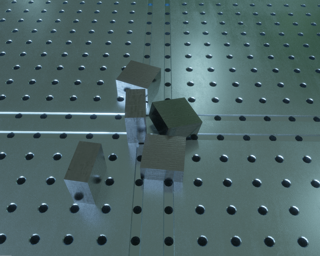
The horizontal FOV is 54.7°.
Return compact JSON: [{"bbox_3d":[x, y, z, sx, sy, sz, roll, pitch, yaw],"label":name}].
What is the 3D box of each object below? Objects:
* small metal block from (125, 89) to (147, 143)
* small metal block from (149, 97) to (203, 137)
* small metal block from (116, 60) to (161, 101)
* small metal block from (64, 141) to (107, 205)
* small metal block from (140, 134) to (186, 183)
[{"bbox_3d":[-0.031,-0.016,0.404,0.025,0.050,0.050,-2,50,-2],"label":"small metal block"},{"bbox_3d":[0.020,-0.012,0.411,0.050,0.025,0.050,-11,50,-26],"label":"small metal block"},{"bbox_3d":[-0.031,-0.072,0.468,0.050,0.025,0.050,18,52,14],"label":"small metal block"},{"bbox_3d":[-0.082,0.051,0.348,0.025,0.050,0.050,7,50,5],"label":"small metal block"},{"bbox_3d":[0.005,0.036,0.377,0.050,0.025,0.050,5,50,3],"label":"small metal block"}]
